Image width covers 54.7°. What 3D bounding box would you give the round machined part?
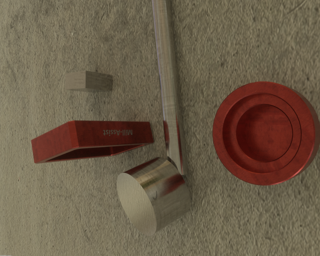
[{"bbox_3d":[0.105,0.005,0.306,0.098,0.042,0.097,0,90,39],"label":"round machined part"}]

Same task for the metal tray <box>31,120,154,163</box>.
[{"bbox_3d":[-0.084,0.018,0.403,0.090,0.131,0.030,-20,78,38],"label":"metal tray"}]

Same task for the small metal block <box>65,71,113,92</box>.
[{"bbox_3d":[-0.109,-0.070,0.476,0.050,0.050,0.025,2,92,39],"label":"small metal block"}]

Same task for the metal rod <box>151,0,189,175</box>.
[{"bbox_3d":[0.008,-0.090,0.396,0.025,0.025,0.298,-9,84,39],"label":"metal rod"}]

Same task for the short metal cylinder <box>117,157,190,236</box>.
[{"bbox_3d":[-0.009,0.082,0.376,0.080,0.050,0.079,31,132,42],"label":"short metal cylinder"}]
